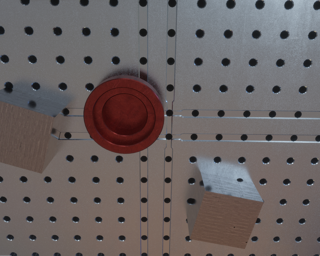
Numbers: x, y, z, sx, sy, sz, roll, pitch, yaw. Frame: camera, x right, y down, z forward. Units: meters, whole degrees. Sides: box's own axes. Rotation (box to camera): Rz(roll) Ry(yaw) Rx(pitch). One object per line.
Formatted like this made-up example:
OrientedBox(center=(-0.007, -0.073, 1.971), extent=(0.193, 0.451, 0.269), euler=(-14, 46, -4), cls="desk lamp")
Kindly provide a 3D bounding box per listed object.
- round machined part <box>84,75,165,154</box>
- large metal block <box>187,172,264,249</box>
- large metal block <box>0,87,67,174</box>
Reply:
OrientedBox(center=(-0.044, -0.020, 0.397), extent=(0.099, 0.042, 0.097), euler=(0, 110, 0), cls="round machined part")
OrientedBox(center=(0.090, 0.118, 0.444), extent=(0.081, 0.050, 0.079), euler=(12, 110, -5), cls="large metal block")
OrientedBox(center=(-0.176, 0.002, 0.399), extent=(0.080, 0.050, 0.079), euler=(17, 109, -7), cls="large metal block")
